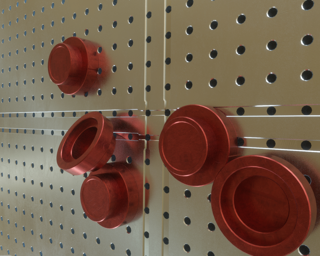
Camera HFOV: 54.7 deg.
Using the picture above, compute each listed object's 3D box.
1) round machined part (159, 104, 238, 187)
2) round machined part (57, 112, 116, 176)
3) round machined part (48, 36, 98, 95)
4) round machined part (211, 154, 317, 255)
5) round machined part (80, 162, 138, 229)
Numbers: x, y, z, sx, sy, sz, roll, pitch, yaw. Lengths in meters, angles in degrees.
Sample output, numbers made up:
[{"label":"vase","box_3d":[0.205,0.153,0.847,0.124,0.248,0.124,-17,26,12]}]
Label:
[{"label":"round machined part","box_3d":[0.037,0.021,0.366,0.098,0.042,0.097,0,90,39]},{"label":"round machined part","box_3d":[-0.105,0.027,0.464,0.098,0.042,0.098,-26,43,27]},{"label":"round machined part","box_3d":[-0.152,-0.105,0.520,0.098,0.042,0.097,0,90,39]},{"label":"round machined part","box_3d":[0.104,0.075,0.311,0.098,0.042,0.097,0,90,39]},{"label":"round machined part","box_3d":[-0.082,0.102,0.464,0.098,0.042,0.097,0,90,39]}]
